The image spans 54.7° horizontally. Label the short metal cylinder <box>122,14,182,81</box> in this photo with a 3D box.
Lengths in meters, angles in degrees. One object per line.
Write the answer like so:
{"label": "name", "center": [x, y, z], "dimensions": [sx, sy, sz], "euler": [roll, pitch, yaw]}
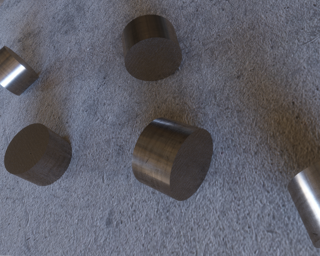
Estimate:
{"label": "short metal cylinder", "center": [-0.013, -0.113, 0.445], "dimensions": [0.080, 0.080, 0.050], "euler": [-22, 54, 15]}

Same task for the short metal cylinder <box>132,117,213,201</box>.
{"label": "short metal cylinder", "center": [0.015, 0.033, 0.340], "dimensions": [0.050, 0.080, 0.080], "euler": [19, 72, 35]}

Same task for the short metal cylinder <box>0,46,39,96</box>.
{"label": "short metal cylinder", "center": [-0.276, -0.106, 0.579], "dimensions": [0.050, 0.080, 0.080], "euler": [-45, 51, -2]}

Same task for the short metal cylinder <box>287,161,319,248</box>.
{"label": "short metal cylinder", "center": [0.154, 0.059, 0.251], "dimensions": [0.080, 0.080, 0.050], "euler": [-23, 53, 14]}

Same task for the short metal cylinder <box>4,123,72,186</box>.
{"label": "short metal cylinder", "center": [-0.179, 0.040, 0.458], "dimensions": [0.080, 0.050, 0.080], "euler": [-13, 56, 21]}
